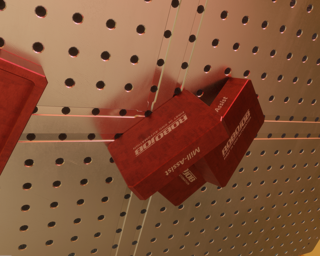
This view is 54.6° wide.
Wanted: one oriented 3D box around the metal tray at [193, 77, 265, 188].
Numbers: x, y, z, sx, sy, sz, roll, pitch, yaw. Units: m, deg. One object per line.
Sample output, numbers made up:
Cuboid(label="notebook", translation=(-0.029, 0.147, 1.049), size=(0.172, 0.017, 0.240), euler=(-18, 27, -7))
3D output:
Cuboid(label="metal tray", translation=(0.094, 0.005, 0.430), size=(0.130, 0.030, 0.090), euler=(-53, 133, -21))

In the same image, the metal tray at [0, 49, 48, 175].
Cuboid(label="metal tray", translation=(-0.180, -0.015, 0.299), size=(0.090, 0.030, 0.129), euler=(22, 106, -36))

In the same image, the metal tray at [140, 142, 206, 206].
Cuboid(label="metal tray", translation=(0.024, 0.051, 0.444), size=(0.090, 0.030, 0.130), euler=(-41, 135, 0))

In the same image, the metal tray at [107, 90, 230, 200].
Cuboid(label="metal tray", translation=(0.007, 0.016, 0.381), size=(0.130, 0.090, 0.030), euler=(-36, 129, -4))
